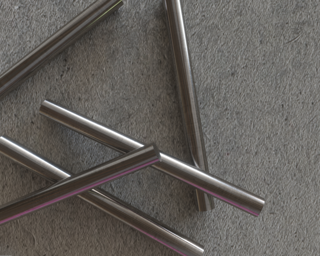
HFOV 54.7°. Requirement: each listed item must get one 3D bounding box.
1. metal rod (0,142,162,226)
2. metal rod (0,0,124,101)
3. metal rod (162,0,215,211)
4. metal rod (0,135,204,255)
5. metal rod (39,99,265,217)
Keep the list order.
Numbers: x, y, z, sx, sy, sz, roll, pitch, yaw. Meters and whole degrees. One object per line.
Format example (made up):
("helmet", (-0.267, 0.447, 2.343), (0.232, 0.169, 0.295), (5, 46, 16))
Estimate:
("metal rod", (-0.140, 0.086, 0.386), (0.301, 0.025, 0.025), (-23, 90, 9))
("metal rod", (-0.174, -0.081, 0.408), (0.300, 0.025, 0.025), (-38, 90, 0))
("metal rod", (0.036, -0.041, 0.410), (0.025, 0.025, 0.298), (-9, 90, 0))
("metal rod", (-0.079, 0.094, 0.409), (0.301, 0.025, 0.025), (29, 90, 0))
("metal rod", (-0.015, 0.034, 0.392), (0.301, 0.025, 0.025), (24, 90, 6))
